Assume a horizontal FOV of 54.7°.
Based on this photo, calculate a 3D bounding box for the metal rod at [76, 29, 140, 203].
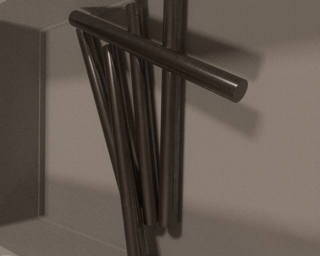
[{"bbox_3d":[-0.081,-0.023,0.471,0.025,0.025,0.299,-28,73,36],"label":"metal rod"}]

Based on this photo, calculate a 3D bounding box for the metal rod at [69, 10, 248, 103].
[{"bbox_3d":[-0.025,-0.102,0.391,0.300,0.025,0.025,32,110,35],"label":"metal rod"}]

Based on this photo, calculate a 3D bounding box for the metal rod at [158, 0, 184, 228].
[{"bbox_3d":[0.014,-0.026,0.393,0.025,0.025,0.298,2,91,39],"label":"metal rod"}]

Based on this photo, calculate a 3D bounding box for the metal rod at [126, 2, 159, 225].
[{"bbox_3d":[-0.023,-0.022,0.423,0.025,0.025,0.298,-8,85,39],"label":"metal rod"}]

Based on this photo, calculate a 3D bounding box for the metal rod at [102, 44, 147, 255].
[{"bbox_3d":[-0.051,0.023,0.431,0.025,0.025,0.299,-20,73,38],"label":"metal rod"}]
